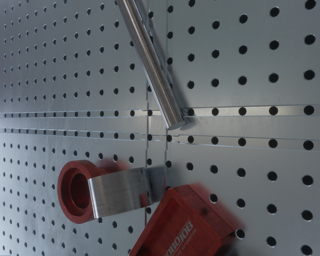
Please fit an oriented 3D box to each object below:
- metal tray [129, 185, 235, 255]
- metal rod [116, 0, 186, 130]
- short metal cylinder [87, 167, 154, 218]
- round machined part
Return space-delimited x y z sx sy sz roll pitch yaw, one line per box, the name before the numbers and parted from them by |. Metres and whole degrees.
metal tray | 0.021 0.148 0.388 0.090 0.030 0.129 42 115 31
metal rod | -0.031 -0.136 0.435 0.025 0.025 0.299 -33 69 35
short metal cylinder | -0.053 0.086 0.417 0.080 0.081 0.050 -21 77 38
round machined part | -0.119 0.100 0.497 0.098 0.042 0.097 0 90 40
